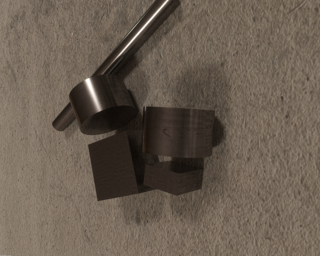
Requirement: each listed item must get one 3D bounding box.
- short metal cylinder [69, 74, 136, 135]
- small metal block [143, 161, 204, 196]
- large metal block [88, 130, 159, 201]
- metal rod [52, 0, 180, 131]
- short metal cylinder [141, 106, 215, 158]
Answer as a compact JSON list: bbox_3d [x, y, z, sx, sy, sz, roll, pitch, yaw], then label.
[{"bbox_3d":[-0.080,-0.031,0.432,0.080,0.081,0.050,-37,68,34],"label":"short metal cylinder"},{"bbox_3d":[0.017,0.059,0.373,0.050,0.050,0.025,10,97,39],"label":"small metal block"},{"bbox_3d":[-0.048,0.052,0.426,0.080,0.050,0.080,-20,78,38],"label":"large metal block"},{"bbox_3d":[-0.082,-0.085,0.469,0.299,0.025,0.025,-40,66,32],"label":"metal rod"},{"bbox_3d":[0.020,0.003,0.351,0.080,0.081,0.050,6,94,39],"label":"short metal cylinder"}]
